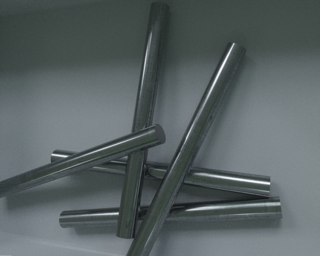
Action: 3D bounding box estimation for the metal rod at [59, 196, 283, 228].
[{"bbox_3d":[0.000,0.113,0.408,0.301,0.025,0.025,-9,87,19],"label":"metal rod"}]

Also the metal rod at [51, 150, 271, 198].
[{"bbox_3d":[-0.013,0.057,0.412,0.301,0.025,0.025,5,92,19],"label":"metal rod"}]

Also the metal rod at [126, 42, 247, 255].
[{"bbox_3d":[0.029,0.037,0.377,0.025,0.025,0.299,26,90,18],"label":"metal rod"}]

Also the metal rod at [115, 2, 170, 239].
[{"bbox_3d":[-0.021,-0.013,0.397,0.025,0.025,0.298,7,86,19],"label":"metal rod"}]

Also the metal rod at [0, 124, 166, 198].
[{"bbox_3d":[-0.129,0.053,0.426,0.300,0.025,0.025,-20,84,24],"label":"metal rod"}]
